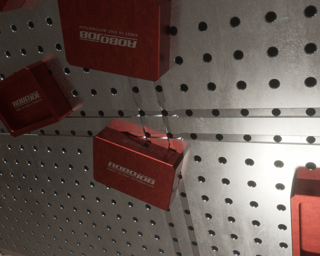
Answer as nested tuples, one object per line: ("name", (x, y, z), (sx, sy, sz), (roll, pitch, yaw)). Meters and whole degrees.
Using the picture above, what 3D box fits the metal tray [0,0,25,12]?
("metal tray", (-0.185, -0.216, 0.369), (0.130, 0.030, 0.090), (-31, 102, 37))

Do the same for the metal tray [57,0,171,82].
("metal tray", (-0.054, -0.112, 0.366), (0.130, 0.030, 0.089), (14, 124, 20))

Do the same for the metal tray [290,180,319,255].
("metal tray", (0.210, 0.127, 0.375), (0.090, 0.030, 0.129), (1, 119, 27))

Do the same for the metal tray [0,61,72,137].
("metal tray", (-0.212, -0.041, 0.491), (0.130, 0.030, 0.090), (-15, 111, 34))

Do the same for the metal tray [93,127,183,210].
("metal tray", (-0.037, 0.061, 0.463), (0.130, 0.030, 0.089), (19, 126, 16))
